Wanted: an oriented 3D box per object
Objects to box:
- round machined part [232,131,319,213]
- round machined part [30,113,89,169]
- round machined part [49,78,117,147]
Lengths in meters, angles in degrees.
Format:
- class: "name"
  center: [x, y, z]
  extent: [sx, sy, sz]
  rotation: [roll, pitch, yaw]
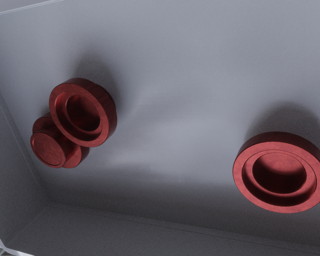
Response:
- class: "round machined part"
  center: [0.137, 0.046, 0.354]
  extent: [0.098, 0.042, 0.097]
  rotation: [13, 124, 20]
- class: "round machined part"
  center: [-0.168, 0.026, 0.500]
  extent: [0.098, 0.042, 0.097]
  rotation: [13, 124, 20]
- class: "round machined part"
  center: [-0.102, -0.025, 0.434]
  extent: [0.098, 0.042, 0.097]
  rotation: [13, 124, 20]
